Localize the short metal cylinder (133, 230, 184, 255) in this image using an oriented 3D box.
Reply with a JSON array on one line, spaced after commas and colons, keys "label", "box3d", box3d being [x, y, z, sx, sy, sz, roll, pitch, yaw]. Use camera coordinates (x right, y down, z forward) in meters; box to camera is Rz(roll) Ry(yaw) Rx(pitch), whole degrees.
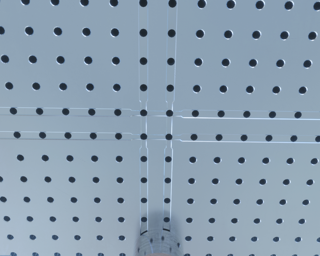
[{"label": "short metal cylinder", "box3d": [-0.002, 0.205, 0.476, 0.081, 0.050, 0.079, 0, 110, 0]}]
